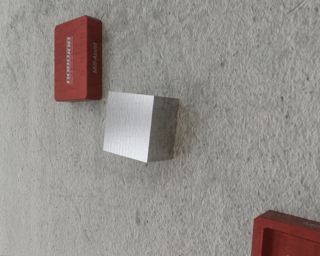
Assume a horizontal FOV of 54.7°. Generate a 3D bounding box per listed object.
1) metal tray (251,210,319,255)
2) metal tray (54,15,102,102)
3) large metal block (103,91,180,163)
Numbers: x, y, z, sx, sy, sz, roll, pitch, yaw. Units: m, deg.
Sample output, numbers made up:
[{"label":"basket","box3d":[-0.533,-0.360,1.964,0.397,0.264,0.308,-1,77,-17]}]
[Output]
[{"label":"metal tray","box3d":[0.149,0.135,0.277,0.130,0.030,0.089,6,94,39]},{"label":"metal tray","box3d":[-0.136,-0.109,0.511,0.090,0.030,0.129,0,90,39]},{"label":"large metal block","box3d":[-0.026,-0.004,0.408,0.080,0.050,0.079,10,97,39]}]
